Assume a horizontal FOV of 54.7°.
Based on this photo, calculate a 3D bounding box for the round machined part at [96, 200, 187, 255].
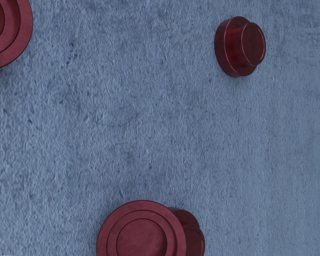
[{"bbox_3d":[-0.021,0.133,0.356,0.099,0.042,0.098,1,77,-6],"label":"round machined part"}]

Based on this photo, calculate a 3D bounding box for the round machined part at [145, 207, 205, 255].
[{"bbox_3d":[0.022,0.158,0.413,0.099,0.042,0.097,0,90,-40],"label":"round machined part"}]

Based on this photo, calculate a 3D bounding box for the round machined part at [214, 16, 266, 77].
[{"bbox_3d":[0.137,-0.134,0.508,0.099,0.042,0.097,0,90,-40],"label":"round machined part"}]

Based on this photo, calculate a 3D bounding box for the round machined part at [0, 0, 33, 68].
[{"bbox_3d":[-0.163,-0.093,0.257,0.099,0.042,0.097,0,90,-40],"label":"round machined part"}]
